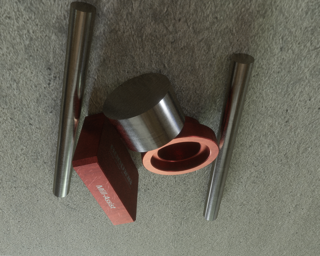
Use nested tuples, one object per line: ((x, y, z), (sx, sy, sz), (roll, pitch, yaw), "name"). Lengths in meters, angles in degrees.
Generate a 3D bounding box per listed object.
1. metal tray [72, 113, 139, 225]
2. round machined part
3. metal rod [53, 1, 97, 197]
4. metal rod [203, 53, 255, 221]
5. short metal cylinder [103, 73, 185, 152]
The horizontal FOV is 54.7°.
((-0.065, 0.055, 0.410), (0.030, 0.090, 0.129), (-13, 129, 10), "metal tray")
((0.024, 0.020, 0.402), (0.099, 0.042, 0.098), (-6, 146, -4), "round machined part")
((-0.116, -0.010, 0.397), (0.025, 0.025, 0.298), (12, 129, -10), "metal rod")
((0.089, 0.037, 0.439), (0.025, 0.025, 0.298), (1, 130, -1), "metal rod")
((-0.017, -0.019, 0.355), (0.080, 0.080, 0.050), (-17, 128, 14), "short metal cylinder")
